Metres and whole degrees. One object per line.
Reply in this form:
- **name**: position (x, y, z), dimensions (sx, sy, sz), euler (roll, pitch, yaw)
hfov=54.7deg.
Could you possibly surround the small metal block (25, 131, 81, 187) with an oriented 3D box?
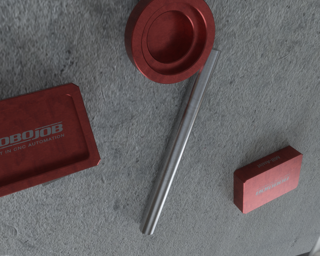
- **small metal block**: position (-0.124, 0.033, 0.360), dimensions (0.050, 0.025, 0.050), euler (-25, 128, -14)

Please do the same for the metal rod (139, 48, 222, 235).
- **metal rod**: position (0.021, 0.032, 0.439), dimensions (0.025, 0.025, 0.298), euler (4, 117, -31)

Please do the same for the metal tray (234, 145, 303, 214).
- **metal tray**: position (0.200, 0.096, 0.575), dimensions (0.131, 0.030, 0.089), euler (-21, 127, -16)

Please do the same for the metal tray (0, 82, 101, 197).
- **metal tray**: position (-0.136, 0.013, 0.314), dimensions (0.131, 0.030, 0.089), euler (-18, 104, -16)

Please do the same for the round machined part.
- **round machined part**: position (0.008, -0.101, 0.339), dimensions (0.099, 0.042, 0.097), euler (-14, 125, -21)
